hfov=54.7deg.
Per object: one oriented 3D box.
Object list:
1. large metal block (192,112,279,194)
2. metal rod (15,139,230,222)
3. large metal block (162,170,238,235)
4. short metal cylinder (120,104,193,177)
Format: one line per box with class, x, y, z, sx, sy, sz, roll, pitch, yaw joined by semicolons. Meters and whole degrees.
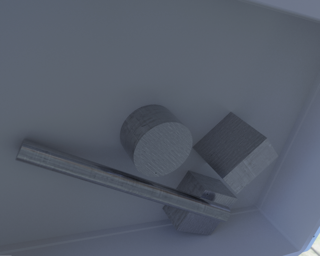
large metal block;0.109;0.035;0.457;0.080;0.080;0.050;-43;130;1
metal rod;-0.028;0.077;0.404;0.302;0.025;0.025;23;106;-25
large metal block;0.065;0.124;0.507;0.080;0.050;0.080;22;106;-37
short metal cylinder;-0.005;0.016;0.401;0.081;0.050;0.079;-14;125;-21
